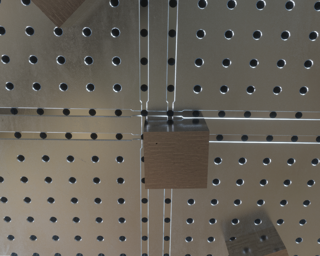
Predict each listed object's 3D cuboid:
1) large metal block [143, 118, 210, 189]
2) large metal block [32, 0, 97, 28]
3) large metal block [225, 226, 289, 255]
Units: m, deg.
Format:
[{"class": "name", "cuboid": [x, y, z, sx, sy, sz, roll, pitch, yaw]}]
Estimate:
[{"class": "large metal block", "cuboid": [0.020, 0.033, 0.412, 0.080, 0.050, 0.079, -1, 110, 0]}, {"class": "large metal block", "cuboid": [-0.106, -0.169, 0.337, 0.080, 0.050, 0.080, -41, 105, 13]}, {"class": "large metal block", "cuboid": [0.156, 0.210, 0.478, 0.080, 0.050, 0.080, -21, 109, 7]}]
